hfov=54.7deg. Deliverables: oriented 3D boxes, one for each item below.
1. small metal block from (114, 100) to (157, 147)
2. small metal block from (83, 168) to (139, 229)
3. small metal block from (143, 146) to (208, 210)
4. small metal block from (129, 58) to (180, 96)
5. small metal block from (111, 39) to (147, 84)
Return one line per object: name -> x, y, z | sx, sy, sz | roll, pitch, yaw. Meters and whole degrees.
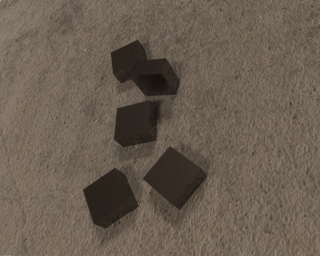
small metal block -> -0.032, -0.005, 0.423 | 0.050, 0.025, 0.050 | -12, 57, 21
small metal block -> -0.061, 0.086, 0.382 | 0.050, 0.025, 0.050 | -35, 52, 5
small metal block -> 0.017, 0.057, 0.359 | 0.050, 0.025, 0.050 | 34, 80, 38
small metal block -> -0.007, -0.070, 0.433 | 0.050, 0.050, 0.025 | 1, 62, 28
small metal block -> -0.048, -0.106, 0.492 | 0.050, 0.025, 0.050 | -22, 54, 15
